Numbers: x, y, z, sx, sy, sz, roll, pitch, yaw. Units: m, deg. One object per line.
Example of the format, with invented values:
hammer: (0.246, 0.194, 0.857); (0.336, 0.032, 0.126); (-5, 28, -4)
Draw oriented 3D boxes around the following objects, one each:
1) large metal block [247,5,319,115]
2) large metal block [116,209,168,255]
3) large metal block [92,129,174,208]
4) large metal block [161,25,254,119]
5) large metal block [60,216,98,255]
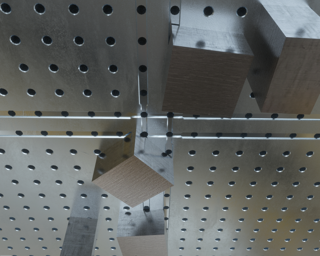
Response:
large metal block: (0.128, -0.071, 0.316); (0.050, 0.080, 0.080); (2, 130, -2)
large metal block: (-0.029, 0.193, 0.559); (0.080, 0.050, 0.080); (-4, 130, 3)
large metal block: (-0.037, 0.061, 0.446); (0.080, 0.050, 0.080); (-33, 123, 25)
large metal block: (0.047, -0.061, 0.344); (0.080, 0.050, 0.079); (6, 130, -5)
large metal block: (-0.145, 0.220, 0.561); (0.050, 0.080, 0.079); (7, 130, -6)
